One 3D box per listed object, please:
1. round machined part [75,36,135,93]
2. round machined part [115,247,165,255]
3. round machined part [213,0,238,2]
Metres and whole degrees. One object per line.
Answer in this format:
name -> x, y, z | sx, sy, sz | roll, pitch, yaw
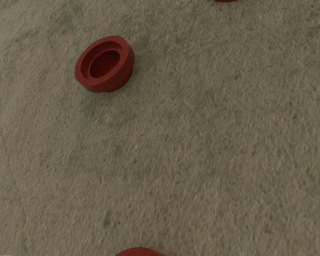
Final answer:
round machined part -> -0.083, -0.096, 0.493 | 0.098, 0.042, 0.098 | -13, 56, 20
round machined part -> -0.026, 0.168, 0.302 | 0.098, 0.042, 0.098 | -13, 56, 20
round machined part -> 0.114, -0.248, 0.485 | 0.098, 0.042, 0.098 | -13, 56, 20
